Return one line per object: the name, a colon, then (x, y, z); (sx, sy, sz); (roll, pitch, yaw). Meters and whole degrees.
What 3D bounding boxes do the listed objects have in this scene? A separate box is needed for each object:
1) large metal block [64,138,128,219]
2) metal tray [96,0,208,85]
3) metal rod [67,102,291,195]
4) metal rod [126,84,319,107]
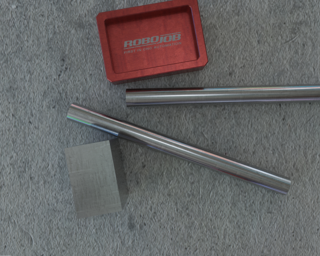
large metal block: (-0.074, 0.057, 0.382); (0.050, 0.080, 0.080); (-10, 90, 0)
metal tray: (-0.010, -0.112, 0.407); (0.131, 0.030, 0.089); (-10, 90, -1)
metal rod: (0.025, 0.028, 0.410); (0.302, 0.025, 0.025); (19, 90, -1)
metal rod: (0.107, -0.044, 0.411); (0.302, 0.025, 0.025); (-2, 90, -1)
